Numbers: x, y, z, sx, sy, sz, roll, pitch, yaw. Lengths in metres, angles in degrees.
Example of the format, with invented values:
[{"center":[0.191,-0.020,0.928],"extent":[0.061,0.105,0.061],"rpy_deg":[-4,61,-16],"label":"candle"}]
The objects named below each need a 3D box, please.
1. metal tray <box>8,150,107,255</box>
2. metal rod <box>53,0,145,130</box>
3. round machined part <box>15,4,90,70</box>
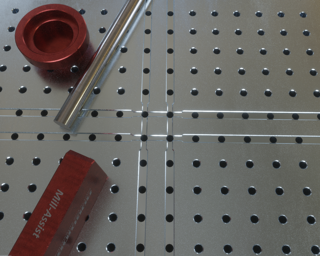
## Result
[{"center":[-0.107,0.097,0.340],"extent":[0.030,0.090,0.130],"rpy_deg":[23,72,8],"label":"metal tray"},{"center":[-0.070,-0.132,0.459],"extent":[0.025,0.025,0.300],"rpy_deg":[23,71,8],"label":"metal rod"},{"center":[-0.151,-0.126,0.448],"extent":[0.099,0.042,0.098],"rpy_deg":[0,70,0],"label":"round machined part"}]
